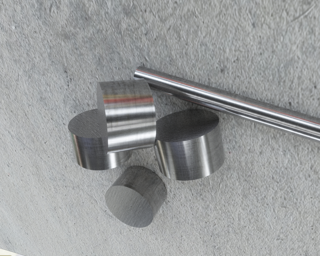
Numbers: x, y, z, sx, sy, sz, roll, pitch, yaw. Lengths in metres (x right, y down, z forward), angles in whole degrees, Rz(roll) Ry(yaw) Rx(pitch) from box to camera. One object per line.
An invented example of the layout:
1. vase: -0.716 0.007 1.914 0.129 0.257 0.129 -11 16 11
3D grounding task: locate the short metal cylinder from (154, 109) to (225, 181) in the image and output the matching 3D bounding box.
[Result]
1. short metal cylinder: 0.033 0.018 0.365 0.080 0.080 0.050 1 119 28

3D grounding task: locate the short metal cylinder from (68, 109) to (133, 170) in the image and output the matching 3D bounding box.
1. short metal cylinder: -0.079 0.013 0.421 0.080 0.080 0.050 11 123 22

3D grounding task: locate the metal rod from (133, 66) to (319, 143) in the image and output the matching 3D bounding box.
1. metal rod: 0.110 -0.017 0.338 0.301 0.025 0.025 19 126 16

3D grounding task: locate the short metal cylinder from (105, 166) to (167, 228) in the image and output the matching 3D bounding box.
1. short metal cylinder: -0.036 0.105 0.474 0.080 0.050 0.079 13 124 21

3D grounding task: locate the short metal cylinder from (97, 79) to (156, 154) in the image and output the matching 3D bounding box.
1. short metal cylinder: -0.040 -0.014 0.349 0.050 0.080 0.079 -7 125 -16
